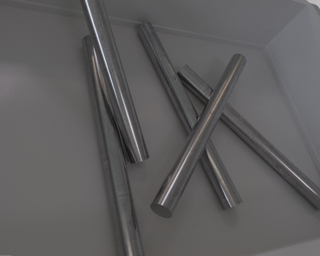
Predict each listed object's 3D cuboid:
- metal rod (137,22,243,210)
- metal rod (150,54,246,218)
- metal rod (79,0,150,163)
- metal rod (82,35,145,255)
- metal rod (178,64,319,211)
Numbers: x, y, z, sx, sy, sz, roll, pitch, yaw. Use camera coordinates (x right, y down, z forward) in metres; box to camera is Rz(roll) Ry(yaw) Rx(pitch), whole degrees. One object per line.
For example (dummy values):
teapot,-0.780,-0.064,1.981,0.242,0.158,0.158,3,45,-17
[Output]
metal rod,0.035,-0.029,0.441,0.025,0.025,0.299,-12,68,-33
metal rod,0.065,-0.013,0.414,0.025,0.025,0.301,36,51,-4
metal rod,-0.066,-0.104,0.352,0.025,0.025,0.298,-22,99,-36
metal rod,-0.060,0.012,0.366,0.025,0.025,0.299,-1,62,-29
metal rod,0.141,0.014,0.472,0.300,0.025,0.025,43,51,2
